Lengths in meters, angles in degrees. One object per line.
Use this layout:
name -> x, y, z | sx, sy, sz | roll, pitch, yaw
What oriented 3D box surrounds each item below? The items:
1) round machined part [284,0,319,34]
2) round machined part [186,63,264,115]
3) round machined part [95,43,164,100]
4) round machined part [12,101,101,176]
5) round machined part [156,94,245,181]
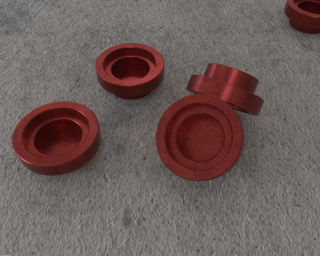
round machined part -> 0.279, -0.210, 0.570 | 0.099, 0.042, 0.098 | 0, 50, 0
round machined part -> 0.087, -0.052, 0.399 | 0.098, 0.098, 0.042 | 22, 95, 17
round machined part -> -0.043, -0.080, 0.459 | 0.099, 0.042, 0.098 | 0, 50, 0
round machined part -> -0.121, 0.016, 0.377 | 0.099, 0.042, 0.098 | 0, 50, 0
round machined part -> 0.049, 0.012, 0.362 | 0.098, 0.042, 0.098 | -3, 80, 19
